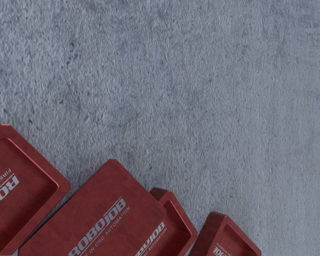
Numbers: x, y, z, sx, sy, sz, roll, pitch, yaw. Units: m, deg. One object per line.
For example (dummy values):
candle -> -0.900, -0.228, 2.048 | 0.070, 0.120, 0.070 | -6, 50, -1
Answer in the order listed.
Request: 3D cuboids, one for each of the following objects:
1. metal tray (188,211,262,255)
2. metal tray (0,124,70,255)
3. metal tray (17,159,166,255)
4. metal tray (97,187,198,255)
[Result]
metal tray -> 0.106, 0.204, 0.489 | 0.130, 0.030, 0.090 | 48, 62, -29
metal tray -> -0.156, 0.070, 0.270 | 0.130, 0.030, 0.090 | -51, 120, -28
metal tray -> -0.066, 0.108, 0.325 | 0.090, 0.030, 0.131 | 47, 60, -5
metal tray -> -0.016, 0.150, 0.387 | 0.131, 0.030, 0.090 | -44, 117, -31
